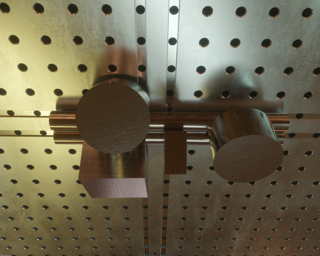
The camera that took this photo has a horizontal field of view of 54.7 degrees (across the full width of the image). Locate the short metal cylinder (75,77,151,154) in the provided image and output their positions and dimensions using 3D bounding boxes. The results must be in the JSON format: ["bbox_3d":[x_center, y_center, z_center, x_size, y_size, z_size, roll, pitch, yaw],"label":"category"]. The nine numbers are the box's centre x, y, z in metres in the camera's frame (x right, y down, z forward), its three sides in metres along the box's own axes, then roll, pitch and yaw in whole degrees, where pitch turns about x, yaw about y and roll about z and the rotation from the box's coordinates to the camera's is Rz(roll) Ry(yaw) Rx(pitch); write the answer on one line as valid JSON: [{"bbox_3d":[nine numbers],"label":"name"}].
[{"bbox_3d":[-0.051,-0.016,0.358,0.081,0.050,0.079,0,106,-1],"label":"short metal cylinder"}]

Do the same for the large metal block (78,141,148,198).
[{"bbox_3d":[-0.059,0.059,0.422,0.081,0.050,0.080,-1,150,0],"label":"large metal block"}]

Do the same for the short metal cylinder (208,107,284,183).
[{"bbox_3d":[0.102,0.022,0.377,0.081,0.050,0.079,0,130,0],"label":"short metal cylinder"}]

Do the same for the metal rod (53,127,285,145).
[{"bbox_3d":[0.013,0.010,0.416,0.302,0.025,0.025,0,130,-1],"label":"metal rod"}]

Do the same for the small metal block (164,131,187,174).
[{"bbox_3d":[0.018,0.029,0.378,0.025,0.050,0.050,0,88,-1],"label":"small metal block"}]

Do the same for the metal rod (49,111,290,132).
[{"bbox_3d":[0.013,-0.009,0.400,0.302,0.025,0.025,0,130,-1],"label":"metal rod"}]
